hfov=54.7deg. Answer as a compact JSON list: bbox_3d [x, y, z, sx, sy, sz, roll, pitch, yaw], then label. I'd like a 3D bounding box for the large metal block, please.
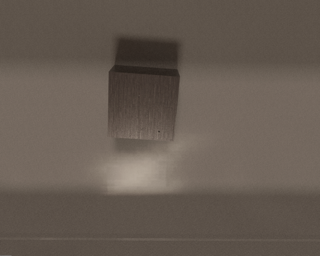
[{"bbox_3d":[-0.020,-0.032,0.386,0.081,0.050,0.079,4,110,-2],"label":"large metal block"}]
